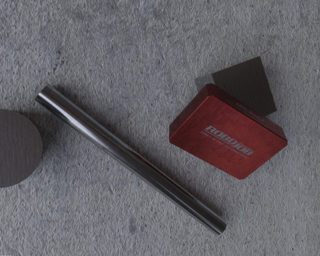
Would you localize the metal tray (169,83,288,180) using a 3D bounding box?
[{"bbox_3d":[0.089,0.009,0.412,0.131,0.030,0.090,29,124,-18],"label":"metal tray"}]

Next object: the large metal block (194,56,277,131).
[{"bbox_3d":[0.106,-0.047,0.436,0.081,0.050,0.080,-22,98,-19],"label":"large metal block"}]

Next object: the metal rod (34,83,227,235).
[{"bbox_3d":[-0.026,0.050,0.400,0.301,0.025,0.025,40,77,-16],"label":"metal rod"}]

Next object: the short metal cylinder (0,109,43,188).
[{"bbox_3d":[-0.169,0.020,0.333,0.081,0.050,0.079,0,90,-21],"label":"short metal cylinder"}]
